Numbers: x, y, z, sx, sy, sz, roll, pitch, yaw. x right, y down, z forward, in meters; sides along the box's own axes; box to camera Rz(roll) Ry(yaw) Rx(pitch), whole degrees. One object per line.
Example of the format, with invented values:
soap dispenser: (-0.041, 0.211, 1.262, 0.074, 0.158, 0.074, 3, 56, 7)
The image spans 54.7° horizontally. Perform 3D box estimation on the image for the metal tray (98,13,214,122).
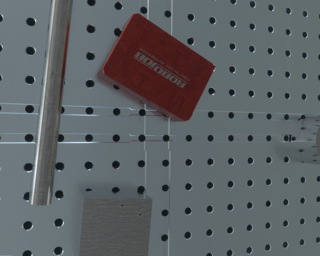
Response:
metal tray: (-0.002, -0.076, 0.410, 0.131, 0.030, 0.090, 29, 80, -18)

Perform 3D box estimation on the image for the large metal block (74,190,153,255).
large metal block: (-0.058, 0.121, 0.379, 0.081, 0.050, 0.080, 5, 88, -20)

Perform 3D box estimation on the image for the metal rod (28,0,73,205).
metal rod: (-0.126, -0.061, 0.366, 0.025, 0.025, 0.298, 6, 88, -20)

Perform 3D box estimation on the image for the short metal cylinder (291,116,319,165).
short metal cylinder: (0.261, 0.020, 0.498, 0.081, 0.050, 0.079, 0, 90, -20)
